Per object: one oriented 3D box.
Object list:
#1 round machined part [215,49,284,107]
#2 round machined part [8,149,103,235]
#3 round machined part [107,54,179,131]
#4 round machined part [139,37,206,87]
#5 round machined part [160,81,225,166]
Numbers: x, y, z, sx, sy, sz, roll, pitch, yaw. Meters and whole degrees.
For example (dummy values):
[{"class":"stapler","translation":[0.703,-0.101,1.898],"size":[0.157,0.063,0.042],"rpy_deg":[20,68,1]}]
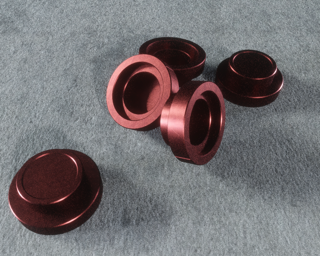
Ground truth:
[{"class":"round machined part","translation":[0.134,-0.080,0.461],"size":[0.099,0.042,0.098],"rpy_deg":[0,50,0]},{"class":"round machined part","translation":[-0.115,0.062,0.339],"size":[0.099,0.042,0.098],"rpy_deg":[0,50,0]},{"class":"round machined part","translation":[-0.019,-0.044,0.407],"size":[0.098,0.042,0.097],"rpy_deg":[-5,79,29]},{"class":"round machined part","translation":[0.017,-0.096,0.467],"size":[0.099,0.042,0.098],"rpy_deg":[3,42,-2]},{"class":"round machined part","translation":[0.037,-0.007,0.368],"size":[0.042,0.098,0.098],"rpy_deg":[8,46,36]}]
